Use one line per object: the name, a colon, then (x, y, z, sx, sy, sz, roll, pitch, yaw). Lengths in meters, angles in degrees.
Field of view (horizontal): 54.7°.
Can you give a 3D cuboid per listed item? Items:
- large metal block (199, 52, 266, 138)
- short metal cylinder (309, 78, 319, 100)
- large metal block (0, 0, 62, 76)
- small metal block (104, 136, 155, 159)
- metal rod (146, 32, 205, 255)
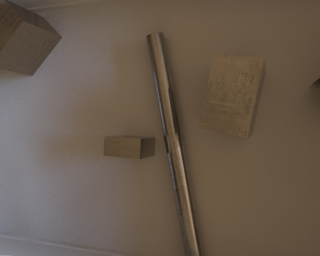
large metal block: (0.085, -0.034, 0.351, 0.050, 0.080, 0.079, 13, 94, 19)
short metal cylinder: (0.201, -0.048, 0.311, 0.080, 0.080, 0.050, -39, 78, 15)
large metal block: (-0.207, -0.128, 0.452, 0.080, 0.080, 0.050, -47, 76, 14)
small metal block: (-0.039, 0.024, 0.410, 0.050, 0.050, 0.025, 3, 91, 19)
metal rod: (0.020, 0.024, 0.402, 0.025, 0.025, 0.298, -11, 86, 19)
